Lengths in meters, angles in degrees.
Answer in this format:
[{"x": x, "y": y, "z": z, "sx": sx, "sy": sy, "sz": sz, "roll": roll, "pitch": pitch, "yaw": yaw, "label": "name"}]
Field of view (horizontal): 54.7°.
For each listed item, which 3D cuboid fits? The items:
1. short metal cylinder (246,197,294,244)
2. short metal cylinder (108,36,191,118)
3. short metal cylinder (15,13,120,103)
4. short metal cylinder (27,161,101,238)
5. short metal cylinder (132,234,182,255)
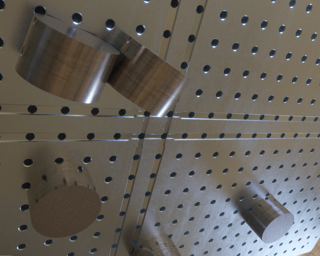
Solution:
[{"x": 0.225, "y": 0.188, "z": 0.634, "sx": 0.081, "sy": 0.050, "sz": 0.079, "roll": -14, "pitch": 124, "yaw": -21, "label": "short metal cylinder"}, {"x": -0.014, "y": -0.055, "z": 0.334, "sx": 0.080, "sy": 0.080, "sz": 0.050, "roll": 27, "pitch": 104, "yaw": -38, "label": "short metal cylinder"}, {"x": -0.085, "y": -0.065, "z": 0.289, "sx": 0.081, "sy": 0.080, "sz": 0.050, "roll": 16, "pitch": 110, "yaw": -35, "label": "short metal cylinder"}, {"x": -0.119, "y": 0.088, "z": 0.384, "sx": 0.081, "sy": 0.050, "sz": 0.079, "roll": -14, "pitch": 124, "yaw": -21, "label": "short metal cylinder"}, {"x": -0.003, "y": 0.233, "z": 0.538, "sx": 0.081, "sy": 0.050, "sz": 0.079, "roll": -14, "pitch": 124, "yaw": -21, "label": "short metal cylinder"}]
